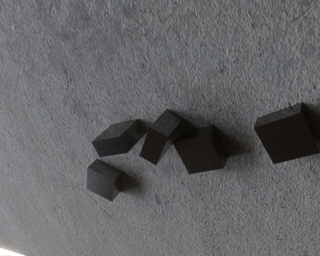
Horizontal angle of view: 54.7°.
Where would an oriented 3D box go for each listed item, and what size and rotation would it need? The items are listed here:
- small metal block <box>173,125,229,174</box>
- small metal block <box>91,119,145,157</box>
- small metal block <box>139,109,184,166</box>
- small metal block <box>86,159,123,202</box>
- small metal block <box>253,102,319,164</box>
[{"bbox_3d":[0.052,0.028,0.397,0.050,0.025,0.050,-16,110,34],"label":"small metal block"},{"bbox_3d":[-0.057,0.014,0.429,0.050,0.050,0.025,-11,113,33],"label":"small metal block"},{"bbox_3d":[0.002,0.011,0.397,0.025,0.050,0.050,29,128,10],"label":"small metal block"},{"bbox_3d":[-0.091,0.086,0.508,0.050,0.025,0.050,23,127,14],"label":"small metal block"},{"bbox_3d":[0.139,0.007,0.338,0.050,0.025,0.050,-23,107,36],"label":"small metal block"}]
